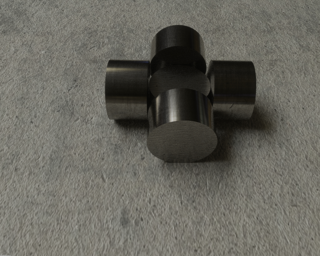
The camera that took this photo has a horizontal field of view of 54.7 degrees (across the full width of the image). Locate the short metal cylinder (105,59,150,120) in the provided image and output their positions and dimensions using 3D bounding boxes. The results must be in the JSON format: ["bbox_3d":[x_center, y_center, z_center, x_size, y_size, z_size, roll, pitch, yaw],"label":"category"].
[{"bbox_3d":[-0.040,-0.050,0.411,0.050,0.080,0.080,1,50,1],"label":"short metal cylinder"}]

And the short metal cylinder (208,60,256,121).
[{"bbox_3d":[0.091,-0.050,0.412,0.050,0.080,0.080,1,50,1],"label":"short metal cylinder"}]

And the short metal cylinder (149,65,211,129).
[{"bbox_3d":[0.026,-0.041,0.424,0.081,0.050,0.080,0,50,0],"label":"short metal cylinder"}]

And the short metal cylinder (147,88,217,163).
[{"bbox_3d":[0.025,-0.001,0.370,0.081,0.080,0.050,0,50,0],"label":"short metal cylinder"}]

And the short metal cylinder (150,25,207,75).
[{"bbox_3d":[0.026,-0.102,0.454,0.081,0.080,0.050,1,51,0],"label":"short metal cylinder"}]
